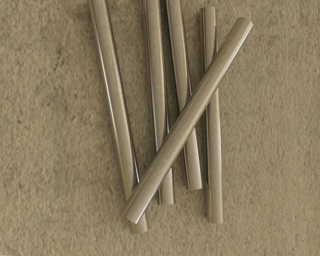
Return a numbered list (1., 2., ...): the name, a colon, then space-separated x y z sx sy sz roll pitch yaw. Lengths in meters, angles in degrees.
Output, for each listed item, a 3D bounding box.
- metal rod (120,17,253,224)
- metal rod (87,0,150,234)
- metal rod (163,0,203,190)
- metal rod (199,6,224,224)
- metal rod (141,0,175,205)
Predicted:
1. metal rod: 0.040 -0.018 0.397 0.025 0.025 0.300 35 79 -17
2. metal rod: -0.052 -0.015 0.390 0.025 0.025 0.298 -12 94 -20
3. metal rod: 0.029 -0.066 0.420 0.025 0.025 0.298 -8 93 -20
4. metal rod: 0.073 -0.017 0.437 0.025 0.025 0.298 -3 91 -20
5. metal rod: -0.003 -0.049 0.408 0.025 0.025 0.298 -5 92 -20
